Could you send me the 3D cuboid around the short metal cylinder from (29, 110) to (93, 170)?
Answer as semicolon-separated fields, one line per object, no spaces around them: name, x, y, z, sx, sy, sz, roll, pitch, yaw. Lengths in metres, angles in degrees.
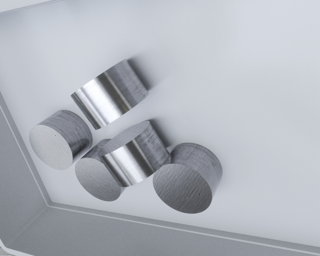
short metal cylinder;-0.154;0.018;0.482;0.080;0.050;0.079;13;124;20

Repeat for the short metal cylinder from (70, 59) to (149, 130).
short metal cylinder;-0.060;-0.041;0.378;0.080;0.080;0.050;-25;105;36

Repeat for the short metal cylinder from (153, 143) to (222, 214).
short metal cylinder;0.038;0.066;0.413;0.080;0.050;0.079;13;124;20

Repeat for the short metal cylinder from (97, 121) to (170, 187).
short metal cylinder;-0.035;0.033;0.410;0.080;0.080;0.050;-22;107;36

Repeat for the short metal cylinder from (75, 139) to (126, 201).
short metal cylinder;-0.081;0.064;0.471;0.080;0.050;0.079;15;126;21
